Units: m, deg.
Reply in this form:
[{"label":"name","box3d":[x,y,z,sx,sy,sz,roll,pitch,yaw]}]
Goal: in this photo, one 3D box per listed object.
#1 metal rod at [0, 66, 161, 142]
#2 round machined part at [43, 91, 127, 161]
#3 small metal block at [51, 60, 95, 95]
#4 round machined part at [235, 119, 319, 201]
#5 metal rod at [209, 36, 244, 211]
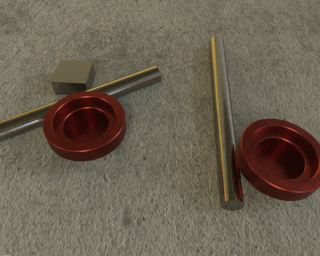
[{"label":"metal rod","box3d":[-0.135,-0.026,0.423,0.302,0.025,0.025,-23,54,-19]},{"label":"round machined part","box3d":[-0.091,0.002,0.390,0.099,0.042,0.098,0,50,0]},{"label":"small metal block","box3d":[-0.129,-0.076,0.466,0.050,0.025,0.050,3,50,2]},{"label":"round machined part","box3d":[0.134,0.039,0.355,0.099,0.042,0.098,5,50,-6]},{"label":"metal rod","box3d":[0.087,-0.031,0.429,0.025,0.025,0.300,3,50,2]}]
